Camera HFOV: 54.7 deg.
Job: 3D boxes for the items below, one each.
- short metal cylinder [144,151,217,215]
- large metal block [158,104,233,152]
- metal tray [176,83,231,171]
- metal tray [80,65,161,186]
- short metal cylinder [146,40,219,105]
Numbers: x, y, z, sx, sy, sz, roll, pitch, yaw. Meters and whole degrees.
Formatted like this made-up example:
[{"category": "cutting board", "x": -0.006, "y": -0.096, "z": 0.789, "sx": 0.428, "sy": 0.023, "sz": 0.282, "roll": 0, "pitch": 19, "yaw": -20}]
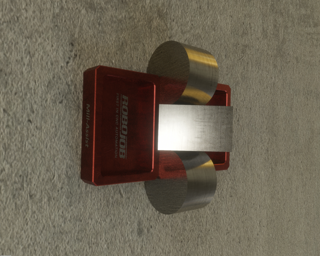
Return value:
[{"category": "short metal cylinder", "x": 0.024, "y": 0.065, "z": 0.391, "sx": 0.050, "sy": 0.080, "sz": 0.080, "roll": 3, "pitch": 89, "yaw": -40}, {"category": "large metal block", "x": 0.039, "y": 0.000, "z": 0.376, "sx": 0.081, "sy": 0.080, "sz": 0.050, "roll": 2, "pitch": 90, "yaw": 0}, {"category": "metal tray", "x": 0.064, "y": -0.002, "z": 0.457, "sx": 0.091, "sy": 0.030, "sz": 0.129, "roll": 2, "pitch": 89, "yaw": -40}, {"category": "metal tray", "x": -0.044, "y": -0.002, "z": 0.366, "sx": 0.091, "sy": 0.030, "sz": 0.129, "roll": 2, "pitch": 89, "yaw": -40}, {"category": "short metal cylinder", "x": 0.027, "y": -0.065, "z": 0.392, "sx": 0.050, "sy": 0.080, "sz": 0.080, "roll": 3, "pitch": 89, "yaw": -40}]
